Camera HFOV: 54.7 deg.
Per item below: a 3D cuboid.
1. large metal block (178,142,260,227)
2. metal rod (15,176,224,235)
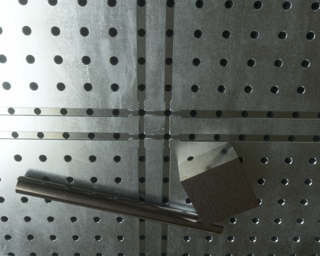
[{"bbox_3d":[0.080,0.078,0.430,0.080,0.050,0.080,-25,109,8],"label":"large metal block"},{"bbox_3d":[-0.054,0.115,0.455,0.302,0.025,0.025,13,110,-6],"label":"metal rod"}]
